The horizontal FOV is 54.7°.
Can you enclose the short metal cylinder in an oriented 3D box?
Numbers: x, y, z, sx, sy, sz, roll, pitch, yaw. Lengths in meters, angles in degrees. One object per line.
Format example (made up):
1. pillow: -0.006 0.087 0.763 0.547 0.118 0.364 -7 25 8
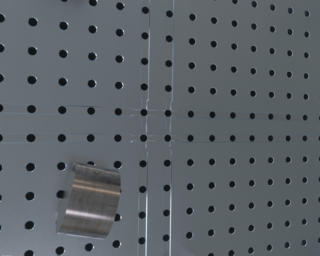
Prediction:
1. short metal cylinder: -0.082 0.082 0.353 0.050 0.080 0.080 16 85 -20
